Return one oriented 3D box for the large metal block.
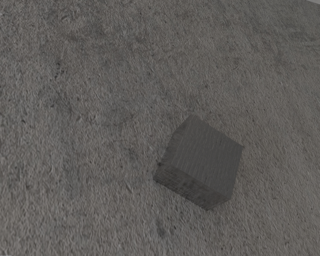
[{"bbox_3d":[0.049,0.043,0.387,0.080,0.050,0.080,32,52,-8],"label":"large metal block"}]
